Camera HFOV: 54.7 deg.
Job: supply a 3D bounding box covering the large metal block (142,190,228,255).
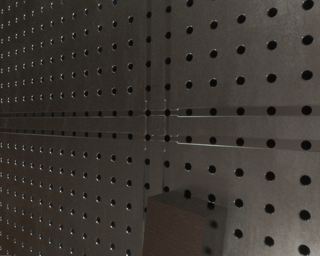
[{"bbox_3d":[0.028,0.127,0.368,0.080,0.050,0.079,9,96,39],"label":"large metal block"}]
